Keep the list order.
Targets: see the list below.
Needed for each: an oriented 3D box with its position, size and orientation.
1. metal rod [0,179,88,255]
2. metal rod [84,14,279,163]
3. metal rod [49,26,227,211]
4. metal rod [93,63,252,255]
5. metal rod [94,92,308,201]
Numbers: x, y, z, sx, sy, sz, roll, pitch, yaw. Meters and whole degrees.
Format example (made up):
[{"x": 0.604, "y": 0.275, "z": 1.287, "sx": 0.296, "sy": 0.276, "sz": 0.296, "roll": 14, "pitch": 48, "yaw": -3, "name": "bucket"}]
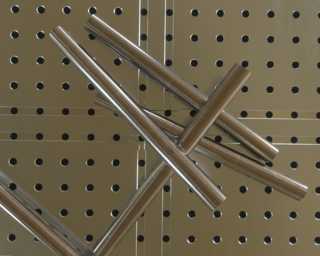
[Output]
[{"x": -0.145, "y": 0.145, "z": 0.411, "sx": 0.300, "sy": 0.025, "sz": 0.025, "roll": 42, "pitch": 90, "yaw": -1, "name": "metal rod"}, {"x": 0.029, "y": -0.052, "z": 0.413, "sx": 0.301, "sy": 0.025, "sz": 0.025, "roll": 36, "pitch": 90, "yaw": -1, "name": "metal rod"}, {"x": -0.035, "y": -0.020, "z": 0.381, "sx": 0.025, "sy": 0.025, "sz": 0.300, "roll": -44, "pitch": 78, "yaw": 0, "name": "metal rod"}, {"x": 0.011, "y": 0.047, "z": 0.393, "sx": 0.025, "sy": 0.025, "sz": 0.299, "roll": 37, "pitch": 98, "yaw": -1, "name": "metal rod"}, {"x": 0.054, "y": 0.021, "z": 0.414, "sx": 0.301, "sy": 0.025, "sz": 0.025, "roll": 26, "pitch": 90, "yaw": -1, "name": "metal rod"}]
